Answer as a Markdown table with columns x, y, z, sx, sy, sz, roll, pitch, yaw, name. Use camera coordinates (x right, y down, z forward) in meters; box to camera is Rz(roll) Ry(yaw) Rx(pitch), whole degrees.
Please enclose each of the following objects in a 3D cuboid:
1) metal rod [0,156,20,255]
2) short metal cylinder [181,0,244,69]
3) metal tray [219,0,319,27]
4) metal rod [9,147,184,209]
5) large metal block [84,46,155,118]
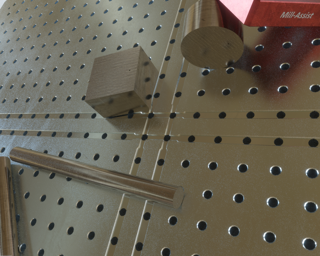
| x | y | z | sx | sy | sz | roll | pitch | yaw | name |
| --- | --- | --- | --- | --- | --- | --- | --- | --- | --- |
| -0.205 | 0.158 | 0.418 | 0.025 | 0.025 | 0.300 | -34 | 51 | 6 | metal rod |
| 0.070 | -0.123 | 0.412 | 0.080 | 0.080 | 0.050 | -6 | 60 | 25 | short metal cylinder |
| 0.142 | -0.161 | 0.382 | 0.131 | 0.030 | 0.090 | -8 | 48 | -22 | metal tray |
| -0.106 | 0.061 | 0.426 | 0.300 | 0.025 | 0.025 | 8 | 66 | 31 | metal rod |
| -0.057 | -0.067 | 0.464 | 0.080 | 0.050 | 0.080 | -9 | 58 | 23 | large metal block |
